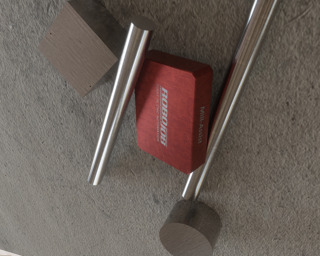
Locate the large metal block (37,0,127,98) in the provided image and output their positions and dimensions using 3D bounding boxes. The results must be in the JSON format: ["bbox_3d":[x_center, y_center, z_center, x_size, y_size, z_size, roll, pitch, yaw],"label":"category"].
[{"bbox_3d":[-0.087,-0.097,0.374,0.080,0.050,0.080,49,128,-7],"label":"large metal block"}]

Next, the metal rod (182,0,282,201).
[{"bbox_3d":[0.073,-0.022,0.353,0.025,0.025,0.298,24,127,13],"label":"metal rod"}]

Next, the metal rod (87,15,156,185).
[{"bbox_3d":[-0.062,-0.009,0.407,0.025,0.025,0.298,33,136,6],"label":"metal rod"}]

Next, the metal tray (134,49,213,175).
[{"bbox_3d":[0.012,-0.019,0.367,0.090,0.030,0.129,25,130,35],"label":"metal tray"}]

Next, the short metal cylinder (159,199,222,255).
[{"bbox_3d":[0.046,0.153,0.460,0.080,0.050,0.079,13,124,20],"label":"short metal cylinder"}]
